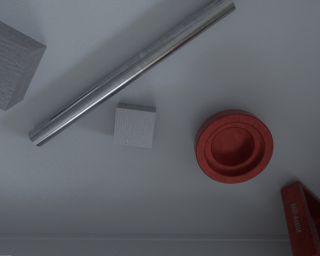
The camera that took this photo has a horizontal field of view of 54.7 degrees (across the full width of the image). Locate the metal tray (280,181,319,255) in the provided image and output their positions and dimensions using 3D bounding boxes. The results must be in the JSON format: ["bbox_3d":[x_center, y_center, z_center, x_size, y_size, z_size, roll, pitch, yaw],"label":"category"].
[{"bbox_3d":[0.208,0.143,0.409,0.090,0.130,0.030,41,121,-14],"label":"metal tray"}]

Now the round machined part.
[{"bbox_3d":[0.094,0.021,0.412,0.099,0.042,0.097,0,110,-1],"label":"round machined part"}]

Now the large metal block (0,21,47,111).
[{"bbox_3d":[-0.196,-0.079,0.366,0.080,0.050,0.080,29,107,-11],"label":"large metal block"}]

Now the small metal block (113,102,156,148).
[{"bbox_3d":[-0.033,-0.004,0.410,0.050,0.025,0.050,7,110,-3],"label":"small metal block"}]

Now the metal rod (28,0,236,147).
[{"bbox_3d":[-0.043,-0.066,0.386,0.300,0.025,0.025,-33,107,11],"label":"metal rod"}]
